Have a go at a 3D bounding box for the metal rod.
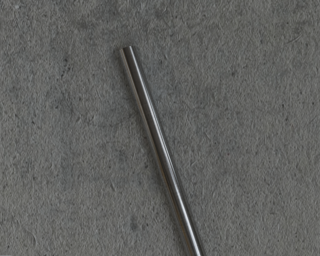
[{"bbox_3d":[0.004,0.038,0.409,0.025,0.025,0.299,-19,90,0],"label":"metal rod"}]
